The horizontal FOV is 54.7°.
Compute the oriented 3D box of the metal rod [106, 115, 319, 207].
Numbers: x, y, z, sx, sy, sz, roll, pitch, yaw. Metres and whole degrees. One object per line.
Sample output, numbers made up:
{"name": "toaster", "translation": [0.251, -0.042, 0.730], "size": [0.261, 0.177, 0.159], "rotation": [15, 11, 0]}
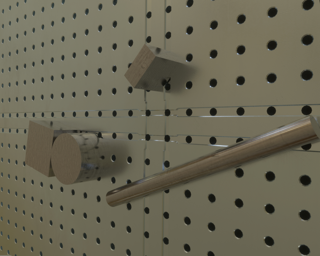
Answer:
{"name": "metal rod", "translation": [0.037, 0.053, 0.377], "size": [0.299, 0.025, 0.025], "rotation": [-26, 74, 36]}

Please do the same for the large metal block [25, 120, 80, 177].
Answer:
{"name": "large metal block", "translation": [-0.191, 0.034, 0.547], "size": [0.080, 0.050, 0.079], "rotation": [16, 100, 38]}

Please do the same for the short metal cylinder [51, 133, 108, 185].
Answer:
{"name": "short metal cylinder", "translation": [-0.130, 0.048, 0.498], "size": [0.080, 0.050, 0.079], "rotation": [0, 90, 39]}

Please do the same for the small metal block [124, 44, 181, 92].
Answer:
{"name": "small metal block", "translation": [-0.009, -0.076, 0.399], "size": [0.050, 0.050, 0.025], "rotation": [-52, 60, 27]}
